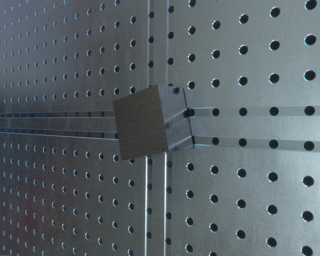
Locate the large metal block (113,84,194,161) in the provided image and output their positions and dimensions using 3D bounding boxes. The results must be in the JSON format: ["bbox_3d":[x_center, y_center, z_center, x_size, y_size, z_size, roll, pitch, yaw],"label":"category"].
[{"bbox_3d":[-0.010,-0.005,0.401,0.080,0.050,0.080,-15,81,39],"label":"large metal block"}]
